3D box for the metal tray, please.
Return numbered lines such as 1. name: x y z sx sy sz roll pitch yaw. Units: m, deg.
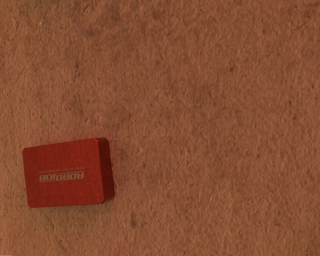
1. metal tray: -0.135 0.066 0.452 0.130 0.030 0.089 -8 87 19
